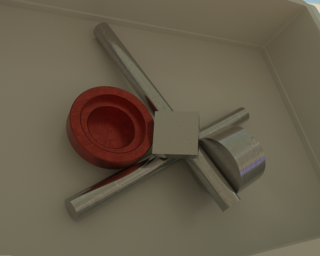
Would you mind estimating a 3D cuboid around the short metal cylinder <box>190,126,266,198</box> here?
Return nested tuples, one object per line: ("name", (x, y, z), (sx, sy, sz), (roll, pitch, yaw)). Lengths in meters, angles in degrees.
("short metal cylinder", (0.083, 0.042, 0.389), (0.050, 0.080, 0.080), (-22, 74, -36))

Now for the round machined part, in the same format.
("round machined part", (-0.059, 0.003, 0.361), (0.099, 0.042, 0.098), (14, 56, -21))

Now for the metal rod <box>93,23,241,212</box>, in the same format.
("metal rod", (-0.002, -0.027, 0.398), (0.025, 0.025, 0.299), (-21, 66, -36))

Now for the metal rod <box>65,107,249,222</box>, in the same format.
("metal rod", (0.021, 0.030, 0.398), (0.302, 0.025, 0.025), (-25, 76, -37))

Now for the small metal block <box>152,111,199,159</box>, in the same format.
("small metal block", (0.020, 0.008, 0.358), (0.050, 0.025, 0.050), (1, 74, 10))
